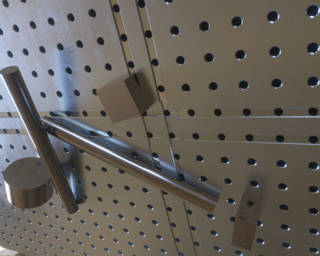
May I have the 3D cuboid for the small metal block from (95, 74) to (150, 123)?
[{"bbox_3d":[-0.050,-0.038,0.414,0.050,0.025,0.050,-14,112,33],"label":"small metal block"}]

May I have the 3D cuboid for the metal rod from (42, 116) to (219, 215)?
[{"bbox_3d":[-0.056,0.051,0.472,0.301,0.025,0.025,24,127,13],"label":"metal rod"}]

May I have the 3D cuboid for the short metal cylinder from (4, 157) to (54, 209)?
[{"bbox_3d":[-0.235,0.098,0.560,0.080,0.080,0.050,22,127,15],"label":"short metal cylinder"}]

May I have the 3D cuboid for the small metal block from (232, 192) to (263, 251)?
[{"bbox_3d":[0.116,0.123,0.410,0.025,0.050,0.050,12,124,22],"label":"small metal block"}]

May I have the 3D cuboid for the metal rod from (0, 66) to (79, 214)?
[{"bbox_3d":[-0.186,0.039,0.506,0.025,0.025,0.298,11,131,22],"label":"metal rod"}]
